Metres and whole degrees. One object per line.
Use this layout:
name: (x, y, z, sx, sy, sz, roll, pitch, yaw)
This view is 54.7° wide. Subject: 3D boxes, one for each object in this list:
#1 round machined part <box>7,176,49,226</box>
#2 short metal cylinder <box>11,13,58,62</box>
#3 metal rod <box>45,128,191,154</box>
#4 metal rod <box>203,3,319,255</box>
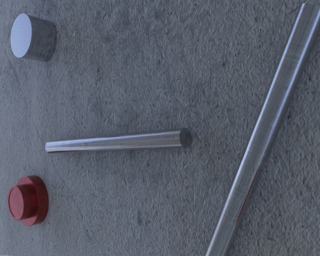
round machined part: (-0.266, 0.145, 0.614, 0.098, 0.042, 0.097, 0, 90, 40)
short metal cylinder: (-0.239, -0.169, 0.586, 0.080, 0.050, 0.080, 0, 90, 40)
metal rod: (-0.084, 0.024, 0.474, 0.300, 0.025, 0.025, -6, 87, 39)
metal rod: (0.100, 0.027, 0.322, 0.025, 0.025, 0.298, 28, 107, 36)
